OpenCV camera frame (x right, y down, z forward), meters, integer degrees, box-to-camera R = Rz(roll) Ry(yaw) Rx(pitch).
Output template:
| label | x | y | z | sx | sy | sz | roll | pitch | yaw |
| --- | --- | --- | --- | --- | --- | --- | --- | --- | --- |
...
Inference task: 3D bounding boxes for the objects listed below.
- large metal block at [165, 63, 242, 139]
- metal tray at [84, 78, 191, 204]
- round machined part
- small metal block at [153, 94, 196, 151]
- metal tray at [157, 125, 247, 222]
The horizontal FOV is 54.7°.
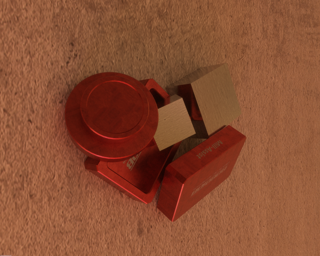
| label | x | y | z | sx | sy | sz | roll | pitch | yaw |
| --- | --- | --- | --- | --- | --- | --- | --- | --- | --- |
| large metal block | 0.064 | -0.039 | 0.444 | 0.081 | 0.050 | 0.080 | -34 | 111 | -35 |
| metal tray | -0.021 | 0.015 | 0.384 | 0.090 | 0.030 | 0.130 | 42 | 64 | -32 |
| round machined part | -0.049 | -0.016 | 0.327 | 0.099 | 0.042 | 0.098 | 4 | 72 | -14 |
| small metal block | 0.010 | -0.007 | 0.385 | 0.050 | 0.025 | 0.050 | -26 | 111 | -8 |
| metal tray | 0.057 | 0.060 | 0.421 | 0.131 | 0.030 | 0.089 | -29 | 144 | -36 |
